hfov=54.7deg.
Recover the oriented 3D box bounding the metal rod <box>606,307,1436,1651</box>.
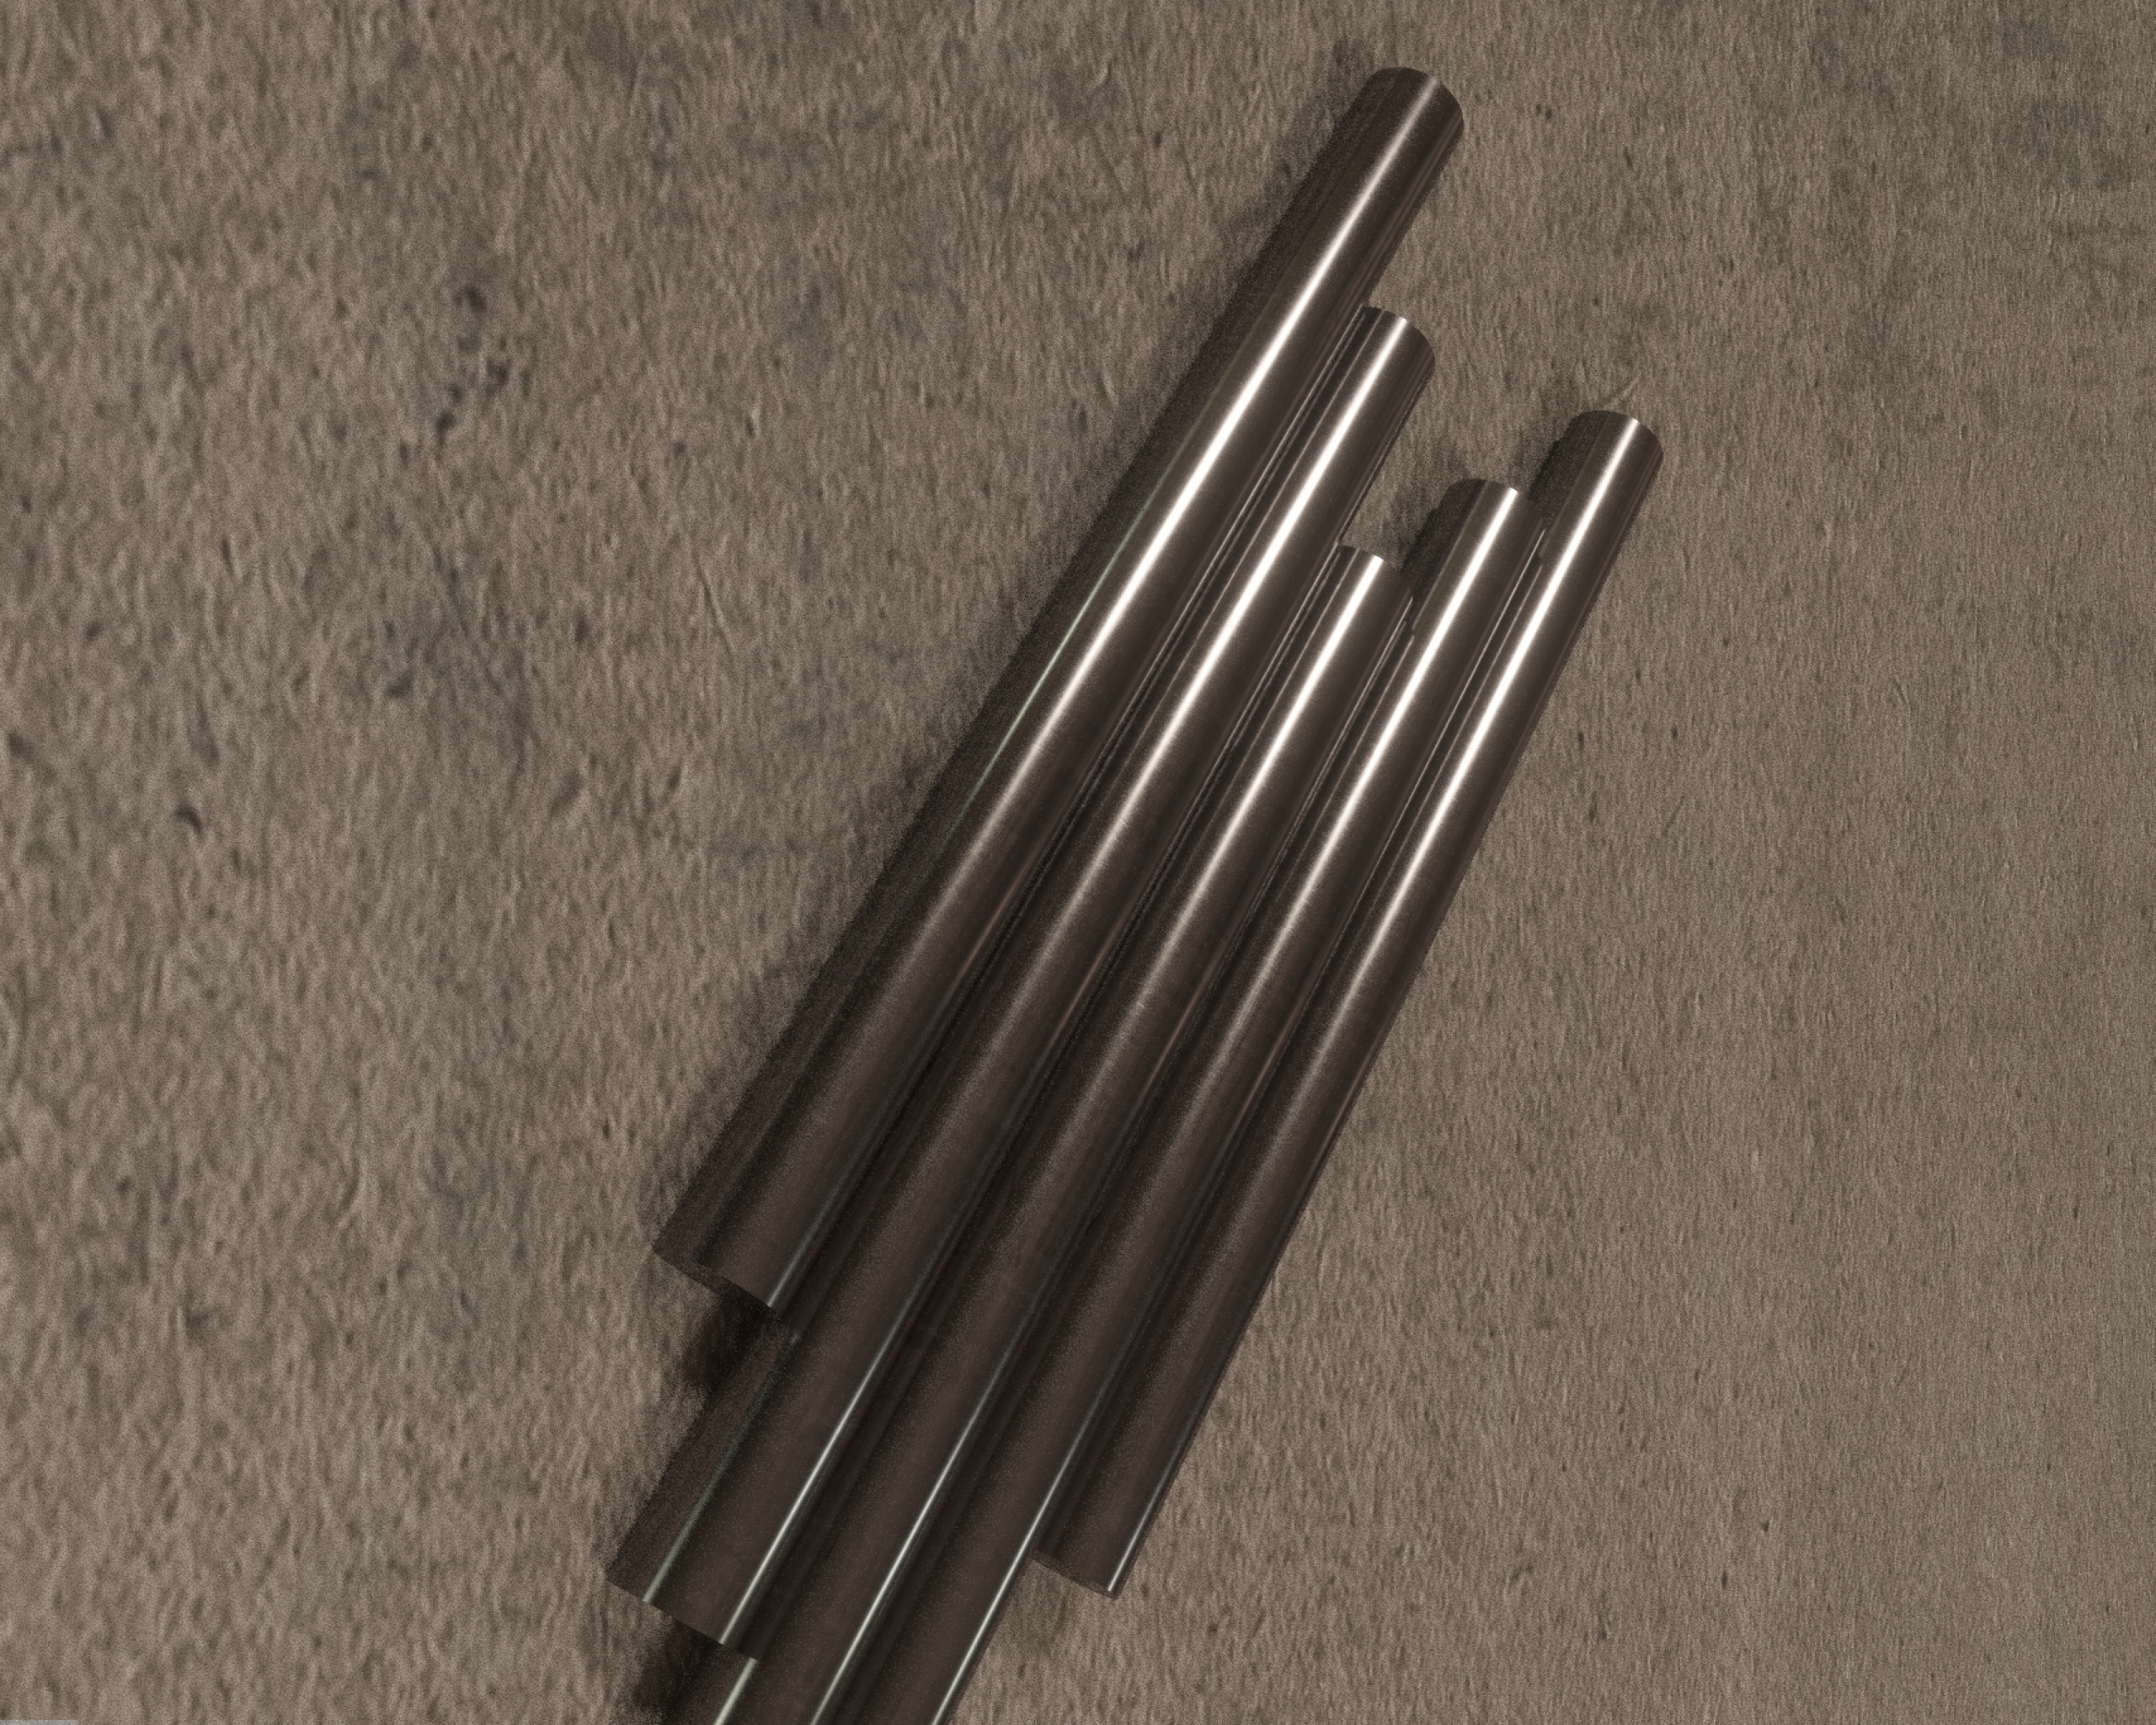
[{"bbox_3d":[0.000,0.006,0.408,0.025,0.025,0.300,44,63,-32],"label":"metal rod"}]

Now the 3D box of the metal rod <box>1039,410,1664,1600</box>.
[{"bbox_3d":[0.065,0.017,0.463,0.025,0.025,0.300,44,64,-32],"label":"metal rod"}]

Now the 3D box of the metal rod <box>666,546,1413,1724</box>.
[{"bbox_3d":[-0.006,0.059,0.403,0.025,0.025,0.300,44,63,-32],"label":"metal rod"}]

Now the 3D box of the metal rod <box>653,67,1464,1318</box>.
[{"bbox_3d":[0.007,-0.049,0.414,0.025,0.025,0.300,44,64,-32],"label":"metal rod"}]

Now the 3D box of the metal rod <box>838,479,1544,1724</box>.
[{"bbox_3d":[0.029,0.039,0.433,0.025,0.025,0.300,44,64,-32],"label":"metal rod"}]
